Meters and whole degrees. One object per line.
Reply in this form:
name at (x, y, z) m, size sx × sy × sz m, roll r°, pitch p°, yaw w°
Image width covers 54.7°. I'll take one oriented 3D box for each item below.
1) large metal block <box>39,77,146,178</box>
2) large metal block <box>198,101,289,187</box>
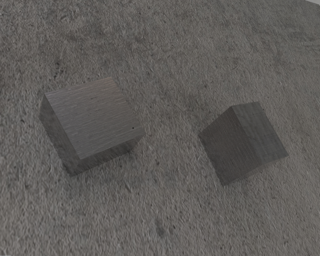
large metal block at (-0.077, -0.003, 0.348) m, size 0.081 × 0.050 × 0.080 m, roll -22°, pitch 74°, yaw -36°
large metal block at (0.107, 0.022, 0.412) m, size 0.050 × 0.080 × 0.080 m, roll -11°, pitch 67°, yaw -33°
